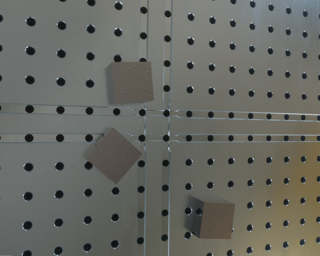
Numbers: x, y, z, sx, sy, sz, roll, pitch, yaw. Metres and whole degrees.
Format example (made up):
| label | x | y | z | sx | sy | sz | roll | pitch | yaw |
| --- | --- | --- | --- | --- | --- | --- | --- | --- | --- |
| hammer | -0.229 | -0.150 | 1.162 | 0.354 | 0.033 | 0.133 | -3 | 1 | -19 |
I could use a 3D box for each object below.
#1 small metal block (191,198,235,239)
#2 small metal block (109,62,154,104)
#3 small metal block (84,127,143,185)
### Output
| label | x | y | z | sx | sy | sz | roll | pitch | yaw |
| --- | --- | --- | --- | --- | --- | --- | --- | --- | --- |
| small metal block | 0.076 | 0.129 | 0.442 | 0.050 | 0.025 | 0.050 | 9 | 87 | -20 |
| small metal block | -0.037 | -0.058 | 0.400 | 0.050 | 0.025 | 0.050 | -5 | 92 | -20 |
| small metal block | -0.060 | 0.034 | 0.391 | 0.050 | 0.025 | 0.050 | 44 | 76 | -15 |
